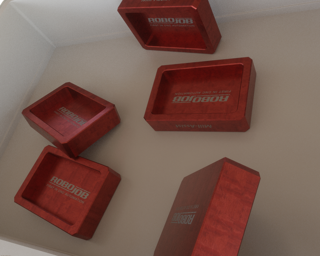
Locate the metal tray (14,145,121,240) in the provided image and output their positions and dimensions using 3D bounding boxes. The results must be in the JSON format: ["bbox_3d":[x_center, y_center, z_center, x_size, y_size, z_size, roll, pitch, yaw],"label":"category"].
[{"bbox_3d":[-0.126,0.081,0.416,0.130,0.030,0.090,14,69,33],"label":"metal tray"}]

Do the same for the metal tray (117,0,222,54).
[{"bbox_3d":[0.014,-0.151,0.447,0.130,0.090,0.030,13,69,33],"label":"metal tray"}]

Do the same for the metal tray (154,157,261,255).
[{"bbox_3d":[0.034,0.083,0.274,0.030,0.130,0.090,25,71,-3],"label":"metal tray"}]

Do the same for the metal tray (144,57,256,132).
[{"bbox_3d":[0.051,-0.042,0.400,0.130,0.030,0.090,0,62,28],"label":"metal tray"}]

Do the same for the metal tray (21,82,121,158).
[{"bbox_3d":[-0.133,-0.018,0.460,0.130,0.030,0.090,27,56,38],"label":"metal tray"}]
